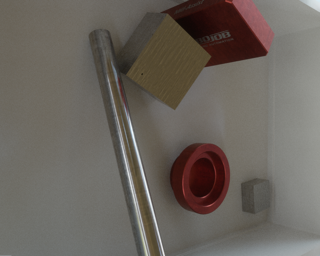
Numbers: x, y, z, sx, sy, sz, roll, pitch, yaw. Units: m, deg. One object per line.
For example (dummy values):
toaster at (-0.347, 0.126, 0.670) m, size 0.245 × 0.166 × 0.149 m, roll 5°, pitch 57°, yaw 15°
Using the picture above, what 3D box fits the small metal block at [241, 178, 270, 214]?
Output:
small metal block at (0.172, 0.121, 0.554) m, size 0.050 × 0.025 × 0.050 m, roll -6°, pitch 94°, yaw -40°

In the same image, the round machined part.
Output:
round machined part at (0.053, 0.070, 0.443) m, size 0.099 × 0.042 × 0.097 m, roll 0°, pitch 90°, yaw -40°

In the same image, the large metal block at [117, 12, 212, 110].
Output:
large metal block at (0.001, -0.081, 0.376) m, size 0.080 × 0.050 × 0.080 m, roll 33°, pitch 91°, yaw -36°

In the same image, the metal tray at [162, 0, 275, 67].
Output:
metal tray at (0.064, -0.121, 0.393) m, size 0.090 × 0.130 × 0.030 m, roll 38°, pitch 67°, yaw -34°

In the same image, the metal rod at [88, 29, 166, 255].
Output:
metal rod at (-0.031, 0.033, 0.311) m, size 0.025 × 0.025 × 0.299 m, roll -1°, pitch 68°, yaw -40°
